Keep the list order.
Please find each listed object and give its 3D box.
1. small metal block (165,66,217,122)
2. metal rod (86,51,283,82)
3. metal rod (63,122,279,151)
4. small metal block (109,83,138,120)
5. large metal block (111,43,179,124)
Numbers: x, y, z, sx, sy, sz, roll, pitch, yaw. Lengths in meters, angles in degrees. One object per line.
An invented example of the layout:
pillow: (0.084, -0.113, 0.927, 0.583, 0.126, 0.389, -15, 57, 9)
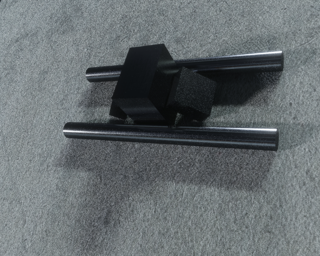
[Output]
small metal block: (0.040, -0.042, 0.391, 0.025, 0.050, 0.050, -39, 32, 60)
metal rod: (0.017, -0.085, 0.447, 0.300, 0.025, 0.025, 2, 63, 28)
metal rod: (-0.007, 0.008, 0.403, 0.300, 0.025, 0.025, 2, 63, 28)
small metal block: (-0.051, -0.046, 0.441, 0.025, 0.050, 0.050, 18, 66, -7)
large metal block: (-0.010, -0.051, 0.408, 0.050, 0.080, 0.080, 1, 62, 28)
